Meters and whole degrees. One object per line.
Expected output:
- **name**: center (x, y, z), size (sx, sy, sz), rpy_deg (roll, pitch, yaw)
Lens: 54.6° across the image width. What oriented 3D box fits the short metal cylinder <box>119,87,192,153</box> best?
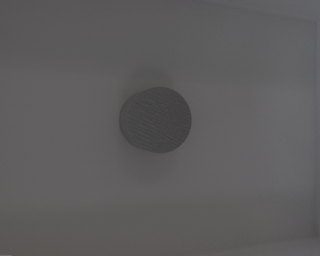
- **short metal cylinder**: center (-0.007, -0.010, 0.394), size (0.081, 0.050, 0.080), rpy_deg (0, 90, -20)
